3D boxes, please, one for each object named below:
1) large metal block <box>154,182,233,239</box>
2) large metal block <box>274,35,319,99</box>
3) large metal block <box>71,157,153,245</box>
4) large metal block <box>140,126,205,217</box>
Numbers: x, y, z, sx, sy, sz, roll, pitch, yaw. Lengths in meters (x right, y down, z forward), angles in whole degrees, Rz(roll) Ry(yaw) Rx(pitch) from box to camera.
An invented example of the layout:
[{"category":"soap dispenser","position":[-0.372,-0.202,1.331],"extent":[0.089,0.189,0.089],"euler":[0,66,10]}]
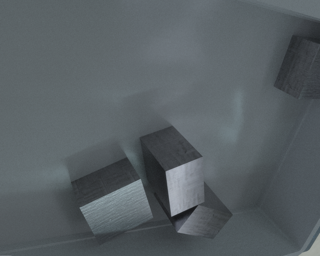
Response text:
[{"category":"large metal block","position":[0.050,0.117,0.475],"extent":[0.080,0.080,0.050],"euler":[25,105,-38]},{"category":"large metal block","position":[0.232,-0.090,0.466],"extent":[0.081,0.050,0.079],"euler":[-3,120,-27]},{"category":"large metal block","position":[-0.063,0.099,0.420],"extent":[0.081,0.050,0.080],"euler":[-24,127,-14]},{"category":"large metal block","position":[0.016,0.056,0.418],"extent":[0.050,0.080,0.079],"euler":[-20,126,-17]}]
